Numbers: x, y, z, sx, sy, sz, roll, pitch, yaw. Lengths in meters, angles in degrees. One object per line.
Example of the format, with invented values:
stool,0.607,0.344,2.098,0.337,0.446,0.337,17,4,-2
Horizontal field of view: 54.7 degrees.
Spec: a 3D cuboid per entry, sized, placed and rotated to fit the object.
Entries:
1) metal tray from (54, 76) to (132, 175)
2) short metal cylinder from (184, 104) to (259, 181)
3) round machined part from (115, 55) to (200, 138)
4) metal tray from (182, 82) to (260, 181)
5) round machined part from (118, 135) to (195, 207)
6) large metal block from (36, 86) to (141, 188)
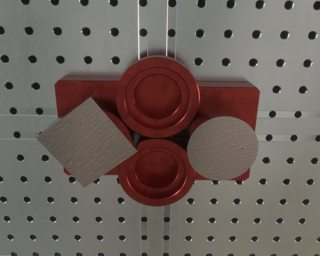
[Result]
metal tray,-0.083,-0.002,0.409,0.091,0.030,0.129,0,110,-2
short metal cylinder,0.071,0.016,0.374,0.081,0.050,0.079,0,110,0
round machined part,-0.003,-0.040,0.380,0.099,0.042,0.097,0,110,0
metal tray,0.076,0.006,0.411,0.091,0.030,0.129,1,110,-1
round machined part,-0.004,0.052,0.414,0.099,0.042,0.097,0,110,0
large metal block,-0.081,0.010,0.371,0.080,0.050,0.080,-35,107,12
